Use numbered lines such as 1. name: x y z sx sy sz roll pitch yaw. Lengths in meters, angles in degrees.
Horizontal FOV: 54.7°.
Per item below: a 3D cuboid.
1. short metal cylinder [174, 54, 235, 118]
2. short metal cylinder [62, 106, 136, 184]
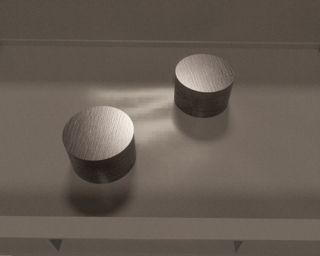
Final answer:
1. short metal cylinder: 0.061 -0.060 0.441 0.081 0.050 0.080 0 50 0
2. short metal cylinder: -0.070 0.020 0.371 0.081 0.050 0.080 0 50 0
